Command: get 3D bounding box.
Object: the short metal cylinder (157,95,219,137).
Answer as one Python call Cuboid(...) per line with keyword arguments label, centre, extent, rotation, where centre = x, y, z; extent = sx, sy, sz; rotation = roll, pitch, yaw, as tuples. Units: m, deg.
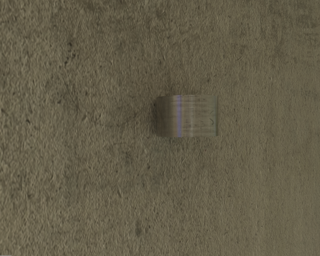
Cuboid(label="short metal cylinder", centre=(0.036, -0.015, 0.403), extent=(0.081, 0.080, 0.050), rotation=(-1, 91, -40))
